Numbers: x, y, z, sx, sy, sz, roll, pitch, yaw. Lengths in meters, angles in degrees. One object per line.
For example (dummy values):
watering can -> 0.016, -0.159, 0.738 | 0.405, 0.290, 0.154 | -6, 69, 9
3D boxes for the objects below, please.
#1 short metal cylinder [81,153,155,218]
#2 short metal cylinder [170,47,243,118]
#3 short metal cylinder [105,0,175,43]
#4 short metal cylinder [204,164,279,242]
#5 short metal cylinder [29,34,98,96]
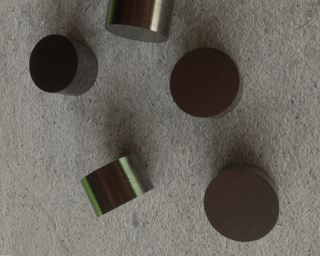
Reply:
short metal cylinder -> -0.054, 0.073, 0.399 | 0.080, 0.080, 0.050 | -30, 80, 17
short metal cylinder -> 0.058, -0.052, 0.375 | 0.080, 0.050, 0.080 | 0, 90, 20
short metal cylinder -> -0.025, -0.142, 0.389 | 0.080, 0.080, 0.050 | 11, 94, 19
short metal cylinder -> 0.096, 0.084, 0.362 | 0.080, 0.050, 0.080 | 0, 90, 20
short metal cylinder -> -0.137, -0.088, 0.444 | 0.080, 0.050, 0.080 | 0, 90, 20
